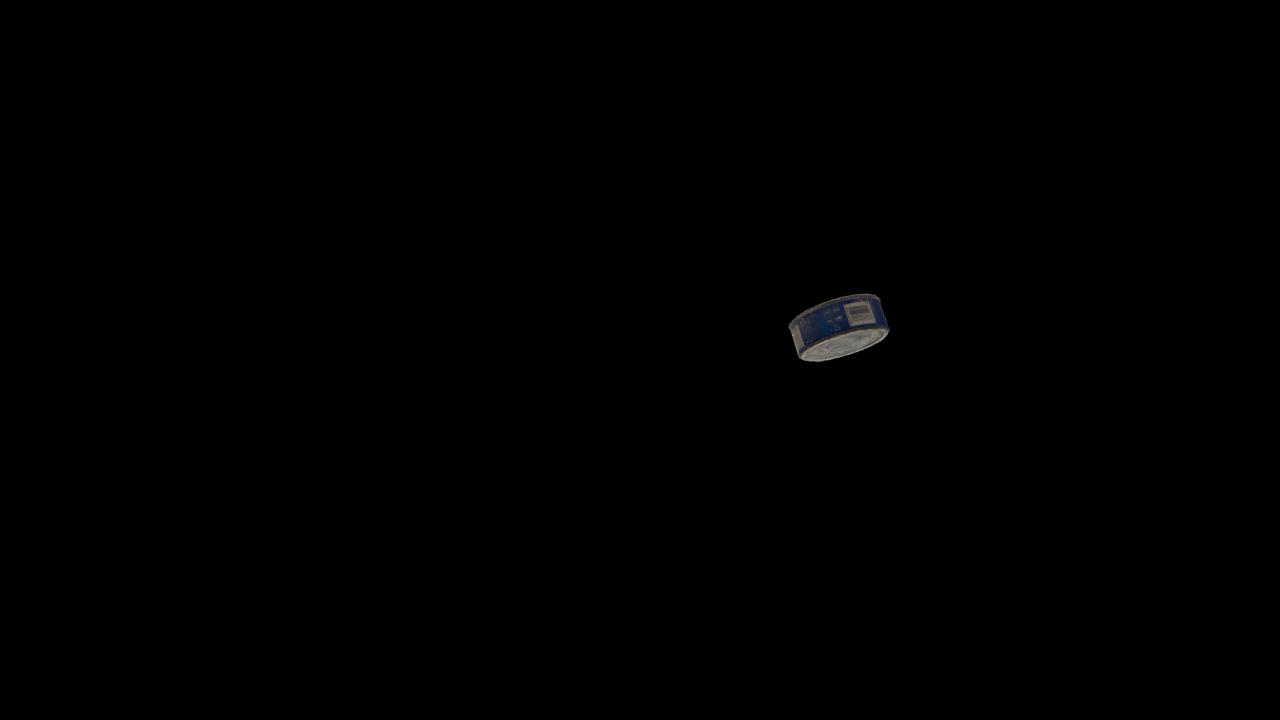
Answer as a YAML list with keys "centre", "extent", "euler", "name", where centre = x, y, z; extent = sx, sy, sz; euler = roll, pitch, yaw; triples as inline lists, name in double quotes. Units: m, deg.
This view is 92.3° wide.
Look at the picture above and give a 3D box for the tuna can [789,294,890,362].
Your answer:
- centre: [0.182, -0.028, 0.563]
  extent: [0.084, 0.034, 0.084]
  euler: [-12, -17, -4]
  name: "tuna can"
